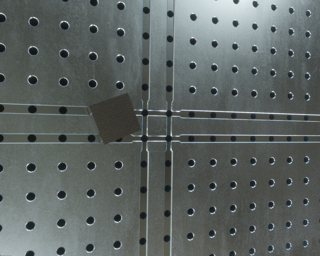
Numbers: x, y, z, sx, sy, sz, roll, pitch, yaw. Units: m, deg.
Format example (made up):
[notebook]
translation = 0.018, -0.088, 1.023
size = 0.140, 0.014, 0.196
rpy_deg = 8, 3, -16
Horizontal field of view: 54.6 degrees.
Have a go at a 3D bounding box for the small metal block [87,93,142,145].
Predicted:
[small metal block]
translation = -0.058, -0.012, 0.391
size = 0.050, 0.025, 0.050
rpy_deg = -22, 98, -19
